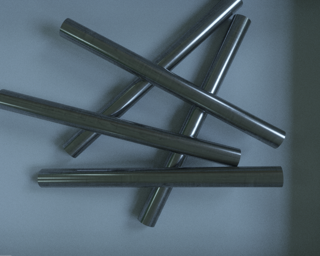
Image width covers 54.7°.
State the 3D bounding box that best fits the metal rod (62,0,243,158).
[{"bbox_3d":[-0.009,-0.071,0.411,0.300,0.025,0.025,-42,91,-1],"label":"metal rod"}]

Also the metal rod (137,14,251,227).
[{"bbox_3d":[0.046,-0.010,0.412,0.025,0.025,0.299,25,90,-1],"label":"metal rod"}]

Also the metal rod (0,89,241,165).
[{"bbox_3d":[-0.050,0.001,0.384,0.302,0.025,0.025,14,90,-1],"label":"metal rod"}]

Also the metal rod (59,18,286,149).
[{"bbox_3d":[0.016,-0.055,0.385,0.301,0.025,0.025,28,90,-1],"label":"metal rod"}]

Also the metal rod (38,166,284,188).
[{"bbox_3d":[-0.006,0.062,0.387,0.302,0.025,0.025,-2,90,9],"label":"metal rod"}]
